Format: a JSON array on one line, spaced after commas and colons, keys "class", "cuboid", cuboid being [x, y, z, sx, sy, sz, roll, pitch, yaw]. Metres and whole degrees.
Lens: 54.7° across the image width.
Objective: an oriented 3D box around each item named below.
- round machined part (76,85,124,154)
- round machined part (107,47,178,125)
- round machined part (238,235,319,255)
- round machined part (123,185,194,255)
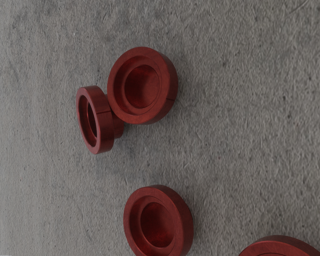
[{"class": "round machined part", "cuboid": [-0.085, -0.014, 0.450, 0.098, 0.042, 0.097, 32, 129, 52]}, {"class": "round machined part", "cuboid": [-0.018, -0.052, 0.404, 0.098, 0.042, 0.097, -2, 87, 33]}, {"class": "round machined part", "cuboid": [0.122, 0.151, 0.293, 0.098, 0.042, 0.097, 0, 90, 40]}, {"class": "round machined part", "cuboid": [0.002, 0.120, 0.392, 0.098, 0.042, 0.097, 0, 90, 40]}]
